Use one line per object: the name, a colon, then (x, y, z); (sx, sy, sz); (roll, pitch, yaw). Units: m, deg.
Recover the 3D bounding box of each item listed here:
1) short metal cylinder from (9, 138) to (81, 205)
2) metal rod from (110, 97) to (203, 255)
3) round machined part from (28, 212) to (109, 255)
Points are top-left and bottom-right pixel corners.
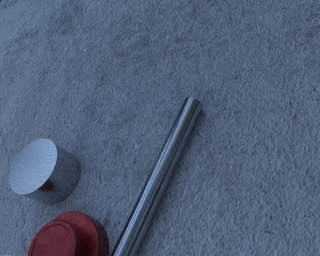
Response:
short metal cylinder: (-0.159, 0.061, 0.432); (0.080, 0.050, 0.080); (-13, 56, 20)
metal rod: (-0.019, 0.095, 0.353); (0.025, 0.025, 0.300); (14, 68, 33)
round machined part: (-0.113, 0.146, 0.361); (0.098, 0.042, 0.098); (-13, 56, 20)
